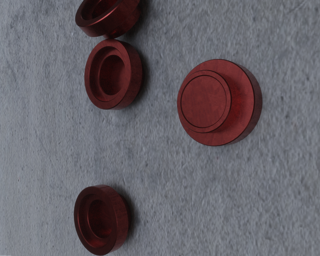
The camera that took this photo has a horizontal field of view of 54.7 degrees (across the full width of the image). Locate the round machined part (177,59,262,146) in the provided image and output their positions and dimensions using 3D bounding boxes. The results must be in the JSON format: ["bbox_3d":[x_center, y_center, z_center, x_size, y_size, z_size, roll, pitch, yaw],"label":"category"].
[{"bbox_3d":[0.058,-0.028,0.345,0.098,0.042,0.097,0,90,39],"label":"round machined part"}]

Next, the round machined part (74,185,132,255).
[{"bbox_3d":[-0.081,0.132,0.458,0.098,0.042,0.097,0,90,39],"label":"round machined part"}]

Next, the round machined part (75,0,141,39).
[{"bbox_3d":[-0.066,-0.162,0.428,0.098,0.042,0.098,-19,50,25],"label":"round machined part"}]

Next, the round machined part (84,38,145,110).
[{"bbox_3d":[-0.061,-0.074,0.442,0.098,0.042,0.097,0,90,39],"label":"round machined part"}]
